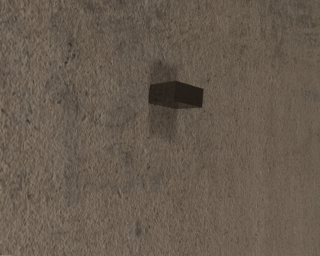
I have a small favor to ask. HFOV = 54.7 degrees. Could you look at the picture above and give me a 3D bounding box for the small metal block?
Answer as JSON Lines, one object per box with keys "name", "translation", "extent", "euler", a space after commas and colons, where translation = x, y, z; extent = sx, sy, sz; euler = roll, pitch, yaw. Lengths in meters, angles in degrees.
{"name": "small metal block", "translation": [0.021, -0.042, 0.408], "extent": [0.050, 0.050, 0.025], "euler": [9, 85, -40]}
